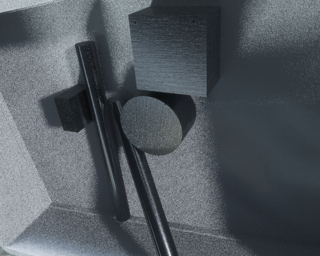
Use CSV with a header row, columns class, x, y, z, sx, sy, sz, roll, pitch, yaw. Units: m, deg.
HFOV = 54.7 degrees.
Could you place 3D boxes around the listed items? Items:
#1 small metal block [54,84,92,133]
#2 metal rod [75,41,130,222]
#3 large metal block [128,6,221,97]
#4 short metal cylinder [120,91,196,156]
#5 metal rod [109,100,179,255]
class,x,y,z,sx,sy,sz,roll,pitch,yaw
small metal block,-0.115,-0.029,0.434,0.025,0.050,0.050,7,121,24
metal rod,-0.079,0.023,0.462,0.025,0.025,0.298,7,122,24
large metal block,0.018,-0.084,0.330,0.080,0.050,0.079,9,122,23
short metal cylinder,-0.001,-0.013,0.384,0.080,0.050,0.079,13,124,20
metal rod,-0.008,0.106,0.393,0.025,0.025,0.299,-26,78,37
